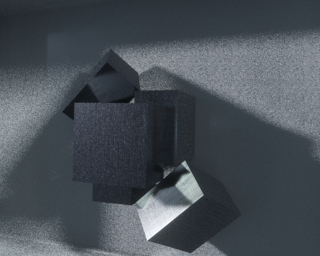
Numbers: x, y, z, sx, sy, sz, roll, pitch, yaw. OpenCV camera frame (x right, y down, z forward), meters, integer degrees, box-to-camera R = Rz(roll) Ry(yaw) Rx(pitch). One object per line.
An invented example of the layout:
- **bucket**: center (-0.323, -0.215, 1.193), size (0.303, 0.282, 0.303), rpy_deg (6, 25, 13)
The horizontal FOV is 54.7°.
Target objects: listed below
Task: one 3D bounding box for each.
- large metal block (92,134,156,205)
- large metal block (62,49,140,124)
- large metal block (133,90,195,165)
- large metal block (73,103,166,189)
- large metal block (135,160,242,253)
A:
- **large metal block**: center (-0.042, 0.047, 0.395), size (0.050, 0.080, 0.080), rpy_deg (1, 90, 20)
- **large metal block**: center (-0.072, -0.048, 0.397), size (0.050, 0.080, 0.080), rpy_deg (40, 105, -21)
- **large metal block**: center (0.008, -0.001, 0.375), size (0.050, 0.080, 0.080), rpy_deg (1, 90, 20)
- **large metal block**: center (-0.041, 0.015, 0.325), size (0.080, 0.050, 0.080), rpy_deg (2, 91, 20)
- **large metal block**: center (0.033, 0.094, 0.360), size (0.080, 0.080, 0.050), rpy_deg (-43, 42, 15)
